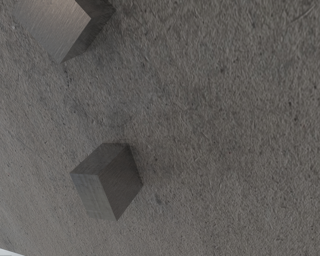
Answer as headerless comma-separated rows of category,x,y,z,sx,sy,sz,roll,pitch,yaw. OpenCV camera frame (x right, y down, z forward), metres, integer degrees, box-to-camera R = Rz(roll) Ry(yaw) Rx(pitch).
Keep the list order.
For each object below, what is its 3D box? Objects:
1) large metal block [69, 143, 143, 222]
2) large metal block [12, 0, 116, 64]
large metal block,-0.075,0.077,0.459,0.050,0.080,0.080,-2,118,29
large metal block,-0.113,-0.137,0.366,0.080,0.050,0.080,48,129,-6
